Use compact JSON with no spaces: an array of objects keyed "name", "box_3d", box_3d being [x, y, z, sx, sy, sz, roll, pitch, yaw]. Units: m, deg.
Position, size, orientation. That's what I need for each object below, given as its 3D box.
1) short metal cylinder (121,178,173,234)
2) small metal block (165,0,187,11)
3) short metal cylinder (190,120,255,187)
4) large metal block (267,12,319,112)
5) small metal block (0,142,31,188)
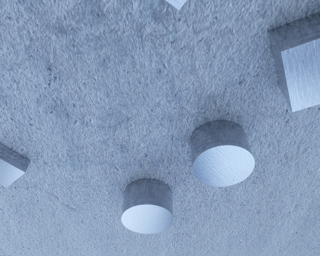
[{"name":"short metal cylinder","box_3d":[-0.019,0.126,0.498,0.081,0.050,0.079,0,130,0]},{"name":"small metal block","box_3d":[0.013,-0.147,0.283,0.050,0.025,0.050,30,124,-23]},{"name":"short metal cylinder","box_3d":[0.082,0.035,0.422,0.081,0.050,0.079,0,130,0]},{"name":"large metal block","box_3d":[0.169,-0.073,0.330,0.080,0.050,0.080,-18,128,14]},{"name":"small metal block","box_3d":[-0.228,0.055,0.452,0.050,0.025,0.050,-35,122,26]}]
